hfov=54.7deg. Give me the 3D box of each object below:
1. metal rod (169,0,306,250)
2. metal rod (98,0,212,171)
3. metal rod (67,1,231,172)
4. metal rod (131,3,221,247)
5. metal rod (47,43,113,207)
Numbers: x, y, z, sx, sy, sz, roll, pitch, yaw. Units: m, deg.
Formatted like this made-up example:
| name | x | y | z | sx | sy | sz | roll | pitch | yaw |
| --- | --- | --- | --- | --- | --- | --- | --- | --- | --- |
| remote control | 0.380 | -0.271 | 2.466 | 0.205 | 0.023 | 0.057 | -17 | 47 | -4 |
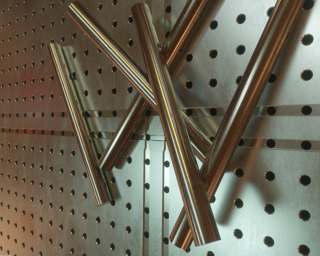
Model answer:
| name | x | y | z | sx | sy | sz | roll | pitch | yaw |
| --- | --- | --- | --- | --- | --- | --- | --- | --- | --- |
| metal rod | 0.079 | -0.010 | 0.319 | 0.025 | 0.025 | 0.298 | 29 | 101 | 36 |
| metal rod | -0.011 | -0.058 | 0.416 | 0.025 | 0.025 | 0.298 | 46 | 117 | 30 |
| metal rod | -0.024 | -0.060 | 0.393 | 0.300 | 0.025 | 0.025 | 48 | 119 | 17 |
| metal rod | 0.009 | -0.024 | 0.350 | 0.025 | 0.025 | 0.299 | -33 | 61 | 35 |
| metal rod | -0.139 | -0.015 | 0.521 | 0.025 | 0.025 | 0.299 | -35 | 69 | 34 |
